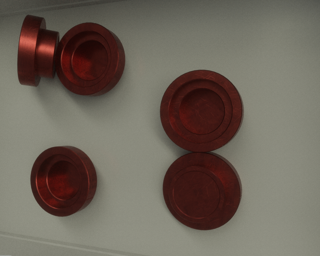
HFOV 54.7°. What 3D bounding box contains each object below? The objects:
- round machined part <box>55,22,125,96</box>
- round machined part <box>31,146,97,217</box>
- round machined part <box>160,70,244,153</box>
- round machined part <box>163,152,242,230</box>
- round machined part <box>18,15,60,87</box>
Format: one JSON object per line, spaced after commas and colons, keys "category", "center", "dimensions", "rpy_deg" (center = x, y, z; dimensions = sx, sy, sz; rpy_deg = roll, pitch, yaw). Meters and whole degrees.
{"category": "round machined part", "center": [-0.093, -0.093, 0.434], "dimensions": [0.098, 0.042, 0.097], "rpy_deg": [0, 90, 19]}
{"category": "round machined part", "center": [-0.133, 0.074, 0.449], "dimensions": [0.098, 0.042, 0.097], "rpy_deg": [0, 90, 20]}
{"category": "round machined part", "center": [0.053, -0.020, 0.383], "dimensions": [0.098, 0.042, 0.097], "rpy_deg": [0, 90, 20]}
{"category": "round machined part", "center": [0.049, 0.078, 0.384], "dimensions": [0.098, 0.042, 0.097], "rpy_deg": [0, 90, 20]}
{"category": "round machined part", "center": [-0.170, -0.107, 0.442], "dimensions": [0.042, 0.098, 0.097], "rpy_deg": [7, 93, -15]}
